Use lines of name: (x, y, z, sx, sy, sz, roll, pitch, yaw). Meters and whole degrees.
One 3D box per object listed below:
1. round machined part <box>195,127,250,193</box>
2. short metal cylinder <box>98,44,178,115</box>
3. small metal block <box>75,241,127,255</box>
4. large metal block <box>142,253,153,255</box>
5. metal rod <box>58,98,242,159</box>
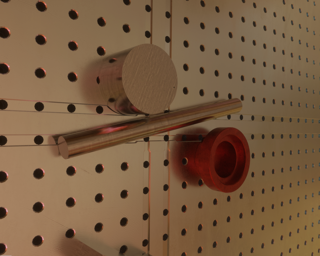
round machined part: (0.092, 0.047, 0.476, 0.099, 0.042, 0.097, 0, 90, -40)
short metal cylinder: (-0.025, -0.056, 0.371, 0.081, 0.050, 0.079, 0, 90, -40)
small metal block: (-0.060, 0.150, 0.343, 0.050, 0.050, 0.025, 31, 70, -36)
large metal block: (-0.029, 0.209, 0.369, 0.081, 0.050, 0.079, -5, 94, -40)
metal rod: (0.012, -0.008, 0.419, 0.302, 0.025, 0.025, -14, 99, -39)
